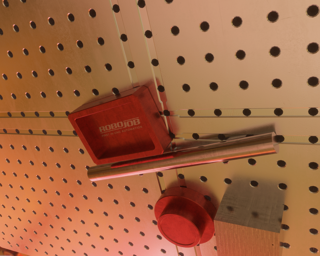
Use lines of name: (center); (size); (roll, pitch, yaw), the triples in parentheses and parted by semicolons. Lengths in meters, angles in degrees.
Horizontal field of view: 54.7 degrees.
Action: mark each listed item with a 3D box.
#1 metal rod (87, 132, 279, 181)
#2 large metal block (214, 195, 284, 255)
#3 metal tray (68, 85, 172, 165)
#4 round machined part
metal rod: (0.010, 0.046, 0.434); (0.300, 0.025, 0.025); (-14, 111, 33)
large metal block: (0.122, 0.144, 0.420); (0.080, 0.050, 0.079); (4, 121, 26)
metal tray: (-0.059, 0.001, 0.439); (0.130, 0.030, 0.090); (-13, 112, 33)
round machined part: (0.035, 0.141, 0.469); (0.098, 0.042, 0.097); (13, 124, 21)
